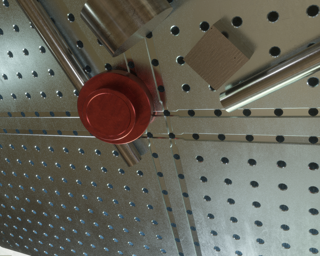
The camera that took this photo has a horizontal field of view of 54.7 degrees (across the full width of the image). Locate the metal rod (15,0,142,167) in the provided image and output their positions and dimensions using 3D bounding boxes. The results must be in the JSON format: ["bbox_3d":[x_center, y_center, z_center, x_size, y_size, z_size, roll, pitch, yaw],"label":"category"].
[{"bbox_3d":[-0.114,-0.073,0.426,0.025,0.025,0.299,-22,107,36],"label":"metal rod"}]

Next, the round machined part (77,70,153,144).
[{"bbox_3d":[-0.060,-0.023,0.400,0.098,0.042,0.097,3,111,8],"label":"round machined part"}]

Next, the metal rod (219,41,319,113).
[{"bbox_3d":[0.182,-0.084,0.263,0.299,0.025,0.025,-27,104,37],"label":"metal rod"}]

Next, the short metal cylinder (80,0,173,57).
[{"bbox_3d":[-0.034,-0.118,0.320,0.080,0.080,0.050,-32,100,38],"label":"short metal cylinder"}]

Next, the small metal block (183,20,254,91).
[{"bbox_3d":[0.062,-0.077,0.331,0.050,0.025,0.050,43,129,-2],"label":"small metal block"}]
